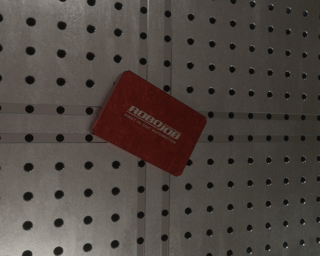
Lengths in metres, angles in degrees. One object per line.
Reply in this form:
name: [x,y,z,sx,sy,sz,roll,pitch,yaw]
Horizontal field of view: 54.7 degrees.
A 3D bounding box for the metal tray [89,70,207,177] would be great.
metal tray: [-0.013,-0.004,0.406,0.131,0.030,0.090,30,80,-18]
